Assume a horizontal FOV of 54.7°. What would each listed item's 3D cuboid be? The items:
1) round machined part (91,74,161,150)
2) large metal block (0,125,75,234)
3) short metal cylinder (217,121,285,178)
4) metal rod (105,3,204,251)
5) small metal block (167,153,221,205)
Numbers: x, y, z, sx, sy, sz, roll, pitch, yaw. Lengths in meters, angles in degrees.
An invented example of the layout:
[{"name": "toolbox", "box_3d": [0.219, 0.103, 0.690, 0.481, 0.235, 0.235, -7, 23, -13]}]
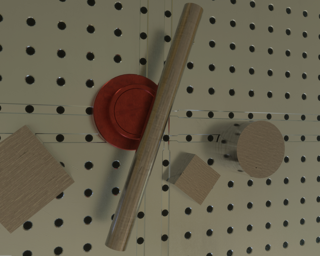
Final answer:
[{"name": "round machined part", "box_3d": [-0.034, -0.020, 0.392, 0.099, 0.042, 0.097, 0, 90, -21]}, {"name": "large metal block", "box_3d": [-0.155, 0.052, 0.342, 0.080, 0.050, 0.080, -40, 103, -16]}, {"name": "short metal cylinder", "box_3d": [0.131, 0.029, 0.450, 0.081, 0.050, 0.079, 0, 90, -21]}, {"name": "metal rod", "box_3d": [-0.004, -0.007, 0.367, 0.025, 0.025, 0.299, 20, 83, -19]}, {"name": "small metal block", "box_3d": [0.048, 0.070, 0.432, 0.050, 0.025, 0.050, 40, 77, -16]}]
